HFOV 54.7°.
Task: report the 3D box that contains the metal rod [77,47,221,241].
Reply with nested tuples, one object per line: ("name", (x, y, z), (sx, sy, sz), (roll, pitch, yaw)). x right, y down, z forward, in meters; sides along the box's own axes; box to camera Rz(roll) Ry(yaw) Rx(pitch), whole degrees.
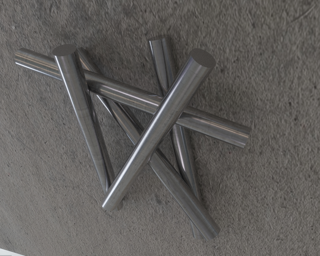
("metal rod", (-0.020, 0.022, 0.408), (0.025, 0.025, 0.299), (-36, 92, 38))

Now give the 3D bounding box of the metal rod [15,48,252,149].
("metal rod", (-0.043, -0.040, 0.368), (0.301, 0.025, 0.025), (21, 126, 13))

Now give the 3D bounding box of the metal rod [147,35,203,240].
("metal rod", (0.030, 0.030, 0.409), (0.025, 0.025, 0.298), (1, 119, 28))

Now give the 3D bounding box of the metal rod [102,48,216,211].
("metal rod", (-0.020, 0.028, 0.374), (0.025, 0.025, 0.298), (37, 135, 4))

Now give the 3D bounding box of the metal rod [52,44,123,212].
("metal rod", (-0.087, 0.025, 0.425), (0.025, 0.025, 0.298), (14, 138, 20))
